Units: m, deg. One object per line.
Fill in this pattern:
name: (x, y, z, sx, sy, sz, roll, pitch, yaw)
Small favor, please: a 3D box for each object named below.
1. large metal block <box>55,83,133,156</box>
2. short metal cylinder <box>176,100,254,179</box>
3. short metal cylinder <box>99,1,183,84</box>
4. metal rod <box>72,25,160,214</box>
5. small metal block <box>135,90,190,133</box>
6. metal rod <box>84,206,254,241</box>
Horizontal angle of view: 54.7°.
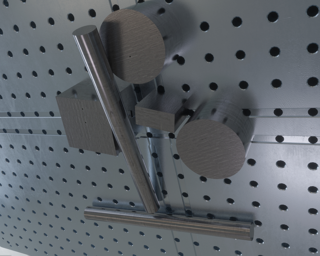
large metal block: (-0.088, -0.014, 0.433, 0.080, 0.050, 0.079, 8, 122, 24)
short metal cylinder: (0.066, 0.014, 0.369, 0.080, 0.050, 0.079, 13, 124, 21)
short metal cylinder: (-0.021, -0.096, 0.347, 0.080, 0.050, 0.079, 13, 124, 21)
metal rod: (-0.044, 0.014, 0.404, 0.025, 0.025, 0.298, 6, 133, 25)
small metal block: (0.004, -0.022, 0.379, 0.050, 0.050, 0.025, 13, 124, 21)
metal rod: (-0.002, 0.151, 0.506, 0.300, 0.025, 0.025, -3, 117, 29)
